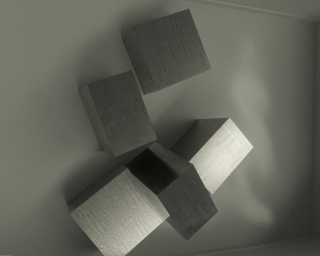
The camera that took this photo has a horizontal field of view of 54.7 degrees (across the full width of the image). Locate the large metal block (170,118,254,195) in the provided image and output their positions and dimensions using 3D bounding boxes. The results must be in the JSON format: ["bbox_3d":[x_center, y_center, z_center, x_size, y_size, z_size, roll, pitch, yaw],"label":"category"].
[{"bbox_3d":[0.058,0.033,0.404,0.080,0.080,0.050,-45,105,-15],"label":"large metal block"}]

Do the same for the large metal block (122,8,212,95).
[{"bbox_3d":[0.008,-0.097,0.401,0.081,0.050,0.080,-25,99,-19],"label":"large metal block"}]

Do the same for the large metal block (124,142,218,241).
[{"bbox_3d":[0.012,0.072,0.370,0.050,0.080,0.080,-39,121,-16],"label":"large metal block"}]

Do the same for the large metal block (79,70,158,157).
[{"bbox_3d":[-0.052,-0.016,0.363,0.050,0.080,0.080,-23,98,-19],"label":"large metal block"}]

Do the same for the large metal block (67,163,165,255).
[{"bbox_3d":[-0.054,0.101,0.378,0.080,0.050,0.080,-38,103,-16],"label":"large metal block"}]
